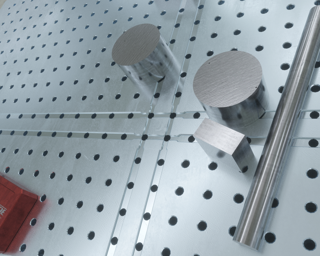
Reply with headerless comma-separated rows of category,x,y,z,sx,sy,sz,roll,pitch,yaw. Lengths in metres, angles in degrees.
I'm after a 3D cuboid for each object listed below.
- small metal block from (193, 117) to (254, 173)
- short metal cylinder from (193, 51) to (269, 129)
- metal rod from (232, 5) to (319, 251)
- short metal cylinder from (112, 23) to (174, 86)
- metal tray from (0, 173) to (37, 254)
small metal block,0.071,0.019,0.343,0.050,0.050,0.025,28,77,37
short metal cylinder,0.086,-0.046,0.375,0.080,0.050,0.080,-13,56,21
metal rod,0.142,-0.016,0.343,0.025,0.025,0.300,13,68,33
short metal cylinder,-0.026,-0.112,0.475,0.080,0.050,0.080,-13,56,21
metal tray,-0.255,0.117,0.467,0.130,0.030,0.090,16,70,34
